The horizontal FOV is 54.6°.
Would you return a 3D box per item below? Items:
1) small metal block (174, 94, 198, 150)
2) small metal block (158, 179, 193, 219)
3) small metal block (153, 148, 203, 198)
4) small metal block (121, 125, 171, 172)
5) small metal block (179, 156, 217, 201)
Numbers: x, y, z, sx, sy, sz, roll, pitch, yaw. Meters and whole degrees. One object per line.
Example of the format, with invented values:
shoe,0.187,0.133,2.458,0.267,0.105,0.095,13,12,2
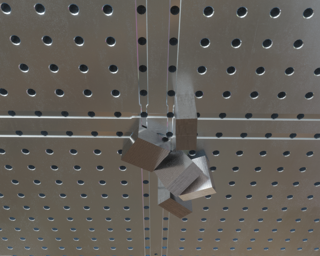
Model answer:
small metal block,0.032,-0.008,0.389,0.025,0.050,0.050,-2,130,2
small metal block,0.023,0.105,0.484,0.025,0.050,0.050,-37,121,27
small metal block,0.024,0.060,0.435,0.050,0.050,0.025,-44,121,0
small metal block,-0.020,0.030,0.437,0.050,0.025,0.050,25,126,-20
small metal block,0.051,0.074,0.455,0.050,0.050,0.025,-18,144,14
